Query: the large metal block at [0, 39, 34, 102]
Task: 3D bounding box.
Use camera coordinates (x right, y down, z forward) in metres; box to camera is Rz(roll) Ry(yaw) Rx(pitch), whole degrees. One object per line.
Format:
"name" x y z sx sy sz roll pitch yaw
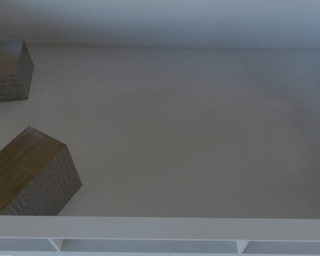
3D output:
"large metal block" -0.240 -0.083 0.457 0.081 0.050 0.080 -7 50 -6

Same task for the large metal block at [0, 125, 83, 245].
"large metal block" -0.133 0.059 0.319 0.050 0.080 0.080 24 54 19

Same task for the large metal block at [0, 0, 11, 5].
"large metal block" -0.364 -0.285 0.628 0.081 0.050 0.080 -29 56 -22
